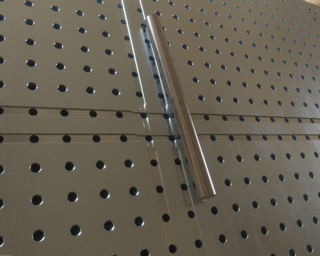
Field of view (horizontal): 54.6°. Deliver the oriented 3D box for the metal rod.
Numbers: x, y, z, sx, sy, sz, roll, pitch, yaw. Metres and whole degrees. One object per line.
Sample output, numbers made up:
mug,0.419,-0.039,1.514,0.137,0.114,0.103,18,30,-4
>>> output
metal rod,0.023,-0.045,0.447,0.025,0.025,0.299,-1,62,-29
